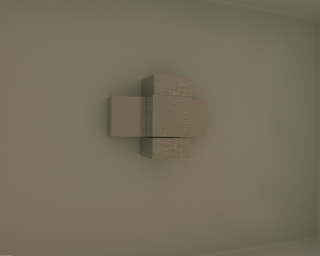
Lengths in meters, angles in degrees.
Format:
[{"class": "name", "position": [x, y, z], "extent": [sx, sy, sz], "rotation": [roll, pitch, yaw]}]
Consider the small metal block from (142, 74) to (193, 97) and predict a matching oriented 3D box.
[{"class": "small metal block", "position": [0.008, -0.052, 0.398], "extent": [0.050, 0.050, 0.025], "rotation": [1, 90, -20]}]

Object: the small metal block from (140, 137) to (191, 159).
[{"class": "small metal block", "position": [0.006, 0.024, 0.396], "extent": [0.050, 0.050, 0.025], "rotation": [1, 90, -20]}]

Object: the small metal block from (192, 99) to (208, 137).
[{"class": "small metal block", "position": [0.036, -0.013, 0.422], "extent": [0.050, 0.025, 0.050], "rotation": [1, 90, -20]}]

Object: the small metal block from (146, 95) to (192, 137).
[{"class": "small metal block", "position": [0.011, -0.014, 0.385], "extent": [0.050, 0.025, 0.050], "rotation": [1, 90, -20]}]

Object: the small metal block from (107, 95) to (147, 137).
[{"class": "small metal block", "position": [-0.039, -0.014, 0.394], "extent": [0.050, 0.025, 0.050], "rotation": [1, 90, -20]}]
